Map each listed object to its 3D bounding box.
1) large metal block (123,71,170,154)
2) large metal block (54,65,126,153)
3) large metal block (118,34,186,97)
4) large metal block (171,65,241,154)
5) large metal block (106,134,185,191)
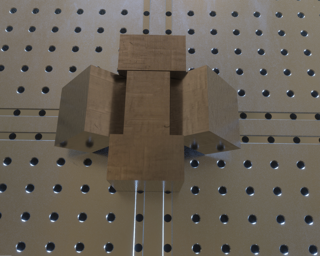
[{"bbox_3d":[-0.014,-0.016,0.387,0.050,0.080,0.080,1,70,0],"label":"large metal block"},{"bbox_3d":[-0.085,-0.019,0.382,0.050,0.080,0.080,16,66,-37],"label":"large metal block"},{"bbox_3d":[-0.009,-0.078,0.410,0.081,0.080,0.050,1,70,0],"label":"large metal block"},{"bbox_3d":[0.057,-0.018,0.381,0.050,0.080,0.080,-14,65,35],"label":"large metal block"},{"bbox_3d":[-0.015,0.044,0.365,0.081,0.080,0.050,1,70,0],"label":"large metal block"}]
